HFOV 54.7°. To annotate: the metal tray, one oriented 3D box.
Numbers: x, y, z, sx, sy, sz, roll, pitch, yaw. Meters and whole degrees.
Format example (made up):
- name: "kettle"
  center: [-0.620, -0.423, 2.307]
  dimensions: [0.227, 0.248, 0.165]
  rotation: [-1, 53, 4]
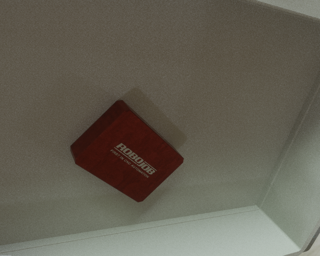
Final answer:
- name: "metal tray"
  center: [-0.038, 0.036, 0.408]
  dimensions: [0.090, 0.030, 0.130]
  rotation: [-44, 130, 2]
